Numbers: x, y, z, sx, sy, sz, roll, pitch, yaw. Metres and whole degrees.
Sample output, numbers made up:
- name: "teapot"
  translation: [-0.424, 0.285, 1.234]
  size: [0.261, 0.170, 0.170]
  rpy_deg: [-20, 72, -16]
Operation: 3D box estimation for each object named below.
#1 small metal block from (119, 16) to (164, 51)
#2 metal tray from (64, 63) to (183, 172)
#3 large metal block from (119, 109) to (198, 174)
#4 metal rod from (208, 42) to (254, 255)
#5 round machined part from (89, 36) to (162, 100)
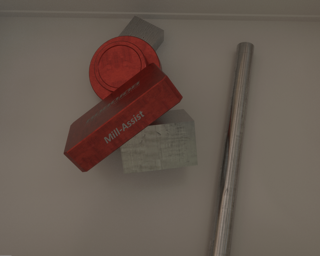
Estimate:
- name: "small metal block"
  translation: [-0.029, -0.130, 0.457]
  size: [0.050, 0.025, 0.050]
  rpy_deg: [30, 72, 10]
- name: "metal tray"
  translation: [-0.044, -0.017, 0.350]
  size: [0.130, 0.090, 0.030]
  rpy_deg: [-37, 113, 4]
- name: "large metal block"
  translation: [-0.004, 0.012, 0.368]
  size: [0.081, 0.080, 0.050]
  rpy_deg: [-6, 103, -3]
- name: "metal rod"
  translation: [0.096, 0.019, 0.403]
  size: [0.025, 0.025, 0.299]
  rpy_deg: [11, 70, 3]
- name: "round machined part"
  translation: [-0.049, -0.077, 0.414]
  size: [0.099, 0.042, 0.097]
  rpy_deg: [-1, 85, 8]
